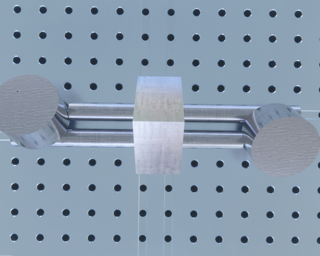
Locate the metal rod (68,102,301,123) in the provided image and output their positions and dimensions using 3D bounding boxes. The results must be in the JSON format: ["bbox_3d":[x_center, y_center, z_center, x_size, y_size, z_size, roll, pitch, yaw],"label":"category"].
[{"bbox_3d":[0.032,-0.020,0.413,0.302,0.025,0.025,1,90,0],"label":"metal rod"}]

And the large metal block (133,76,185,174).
[{"bbox_3d":[-0.001,-0.004,0.356,0.050,0.080,0.079,1,132,0],"label":"large metal block"}]

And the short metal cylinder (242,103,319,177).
[{"bbox_3d":[0.148,0.014,0.389,0.081,0.050,0.079,0,112,0],"label":"short metal cylinder"}]

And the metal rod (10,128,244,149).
[{"bbox_3d":[-0.042,0.014,0.412,0.302,0.025,0.025,1,90,0],"label":"metal rod"}]

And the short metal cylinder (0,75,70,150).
[{"bbox_3d":[-0.159,-0.019,0.385,0.081,0.050,0.080,0,67,-1],"label":"short metal cylinder"}]
